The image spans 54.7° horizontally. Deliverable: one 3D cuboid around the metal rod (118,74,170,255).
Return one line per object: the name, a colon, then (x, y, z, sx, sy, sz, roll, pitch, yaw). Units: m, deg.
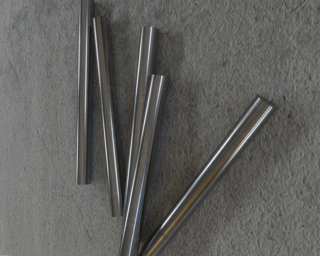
metal rod: (-0.026, 0.080, 0.407, 0.025, 0.025, 0.298, 11, 91, 39)

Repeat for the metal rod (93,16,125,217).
metal rod: (-0.076, -0.020, 0.467, 0.025, 0.025, 0.298, -10, 83, 39)

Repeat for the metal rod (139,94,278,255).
metal rod: (0.036, 0.088, 0.375, 0.025, 0.025, 0.298, 47, 118, 30)

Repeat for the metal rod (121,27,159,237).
metal rod: (-0.029, 0.015, 0.428, 0.025, 0.025, 0.298, 10, 96, 39)

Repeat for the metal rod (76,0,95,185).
metal rod: (-0.122, -0.058, 0.505, 0.025, 0.025, 0.298, 2, 91, 40)
